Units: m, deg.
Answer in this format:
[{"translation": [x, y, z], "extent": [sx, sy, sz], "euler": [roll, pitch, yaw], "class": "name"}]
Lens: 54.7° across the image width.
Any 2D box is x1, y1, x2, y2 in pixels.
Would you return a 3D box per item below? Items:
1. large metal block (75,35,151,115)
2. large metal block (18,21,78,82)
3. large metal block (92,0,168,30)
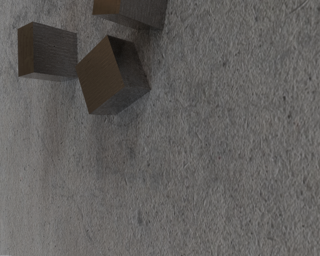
[{"translation": [-0.069, -0.072, 0.446], "extent": [0.080, 0.050, 0.080], "euler": [-31, 71, 35], "class": "large metal block"}, {"translation": [-0.189, -0.125, 0.526], "extent": [0.050, 0.081, 0.080], "euler": [-3, 89, 40], "class": "large metal block"}, {"translation": [-0.034, -0.176, 0.397], "extent": [0.050, 0.081, 0.079], "euler": [15, 100, 39], "class": "large metal block"}]
